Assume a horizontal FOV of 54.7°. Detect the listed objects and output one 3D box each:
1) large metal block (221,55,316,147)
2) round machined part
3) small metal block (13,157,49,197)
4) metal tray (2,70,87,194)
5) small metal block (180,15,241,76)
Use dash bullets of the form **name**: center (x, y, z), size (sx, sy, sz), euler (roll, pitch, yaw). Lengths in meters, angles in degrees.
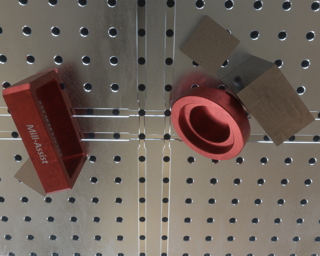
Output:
- **large metal block**: center (0.125, -0.036, 0.372), size (0.050, 0.080, 0.080), euler (-39, 106, 11)
- **round machined part**: center (0.066, -0.010, 0.384), size (0.098, 0.042, 0.097), euler (27, 142, 23)
- **small metal block**: center (-0.164, 0.060, 0.433), size (0.050, 0.025, 0.050), euler (39, 105, -14)
- **metal tray**: center (-0.132, 0.002, 0.377), size (0.030, 0.090, 0.129), euler (-13, 110, 5)
- **small metal block**: center (0.060, -0.101, 0.377), size (0.050, 0.025, 0.050), euler (34, 106, -12)
